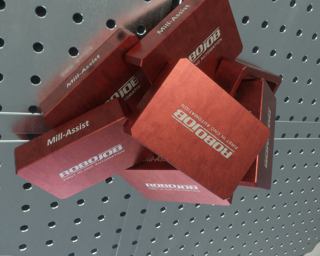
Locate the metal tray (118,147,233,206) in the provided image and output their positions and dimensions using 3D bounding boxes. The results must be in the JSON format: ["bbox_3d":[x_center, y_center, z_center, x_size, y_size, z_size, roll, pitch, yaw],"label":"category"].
[{"bbox_3d":[0.019,0.063,0.400,0.090,0.130,0.030,51,47,-40],"label":"metal tray"}]

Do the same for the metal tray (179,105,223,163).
[{"bbox_3d":[0.063,0.013,0.412,0.030,0.090,0.130,-39,129,-1],"label":"metal tray"}]

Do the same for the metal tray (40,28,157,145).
[{"bbox_3d":[-0.056,-0.035,0.354,0.130,0.030,0.090,-44,129,1],"label":"metal tray"}]

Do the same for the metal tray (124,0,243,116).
[{"bbox_3d":[0.033,-0.084,0.349,0.130,0.030,0.090,-47,133,-14],"label":"metal tray"}]

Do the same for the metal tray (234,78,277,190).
[{"bbox_3d":[0.123,0.012,0.400,0.090,0.030,0.130,24,71,-58],"label":"metal tray"}]

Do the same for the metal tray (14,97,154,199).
[{"bbox_3d":[-0.080,0.027,0.351,0.130,0.030,0.090,-26,145,2],"label":"metal tray"}]

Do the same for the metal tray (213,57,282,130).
[{"bbox_3d":[0.108,-0.038,0.414,0.131,0.030,0.089,-1,121,-51],"label":"metal tray"}]

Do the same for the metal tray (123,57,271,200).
[{"bbox_3d":[0.041,0.003,0.317,0.130,0.030,0.090,36,84,-19],"label":"metal tray"}]
